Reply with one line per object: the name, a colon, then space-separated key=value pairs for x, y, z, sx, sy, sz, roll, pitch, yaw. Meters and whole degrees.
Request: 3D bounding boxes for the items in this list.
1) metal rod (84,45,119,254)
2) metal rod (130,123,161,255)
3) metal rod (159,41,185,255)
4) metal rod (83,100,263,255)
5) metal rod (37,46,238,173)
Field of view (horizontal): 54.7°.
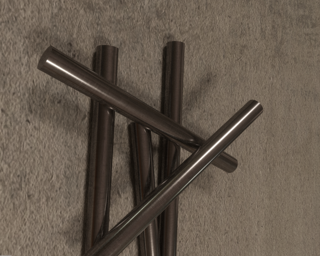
metal rod: x=-0.067 y=0.057 z=0.349 sx=0.025 sy=0.025 sz=0.298 roll=5 pitch=87 yaw=-40
metal rod: x=-0.014 y=0.141 z=0.395 sx=0.025 sy=0.025 sz=0.298 roll=-7 pitch=95 yaw=-40
metal rod: x=0.015 y=0.034 z=0.419 sx=0.025 sy=0.025 sz=0.298 roll=4 pitch=88 yaw=-40
metal rod: x=0.027 y=0.059 z=0.372 sx=0.301 sy=0.025 sz=0.025 roll=-40 pitch=115 yaw=-24
metal rod: x=0.000 y=-0.005 z=0.372 sx=0.301 sy=0.025 sz=0.025 roll=30 pitch=72 yaw=-36
